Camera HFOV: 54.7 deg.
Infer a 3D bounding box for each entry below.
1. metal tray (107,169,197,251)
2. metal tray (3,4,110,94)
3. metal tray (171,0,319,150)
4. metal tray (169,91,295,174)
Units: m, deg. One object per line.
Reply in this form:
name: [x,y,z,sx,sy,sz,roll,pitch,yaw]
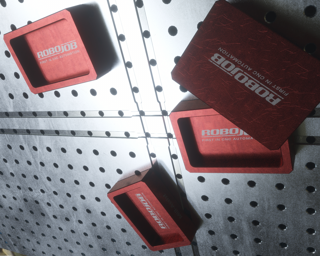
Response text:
metal tray: [-0.013,0.135,0.496,0.090,0.030,0.130,-27,104,37]
metal tray: [-0.140,-0.101,0.417,0.130,0.030,0.090,-7,115,31]
metal tray: [0.088,-0.052,0.304,0.130,0.030,0.090,38,112,10]
metal tray: [0.084,0.009,0.368,0.130,0.030,0.089,-4,117,29]
